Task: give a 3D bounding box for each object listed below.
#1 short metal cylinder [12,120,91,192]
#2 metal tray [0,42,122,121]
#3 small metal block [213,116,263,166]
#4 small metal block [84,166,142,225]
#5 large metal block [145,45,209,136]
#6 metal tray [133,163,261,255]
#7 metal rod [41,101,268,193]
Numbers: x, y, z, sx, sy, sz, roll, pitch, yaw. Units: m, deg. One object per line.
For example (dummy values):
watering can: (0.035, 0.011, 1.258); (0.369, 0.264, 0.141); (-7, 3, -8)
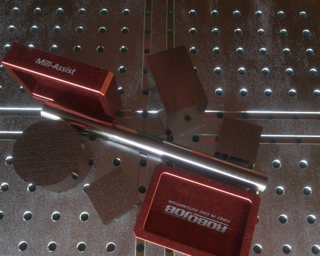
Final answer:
short metal cylinder: (-0.131, 0.036, 0.383); (0.081, 0.050, 0.080); (0, 70, 0)
metal tray: (-0.119, -0.056, 0.395); (0.131, 0.090, 0.030); (18, 71, 6)
small metal block: (0.102, 0.018, 0.405); (0.050, 0.025, 0.050); (16, 71, 5)
small metal block: (-0.057, 0.084, 0.381); (0.050, 0.025, 0.050); (-31, 73, -11)
large metal block: (0.019, -0.045, 0.400); (0.050, 0.080, 0.080); (-17, 71, -6)
metal tray: (0.044, 0.105, 0.370); (0.131, 0.030, 0.090); (17, 71, 6)
metal rod: (-0.012, 0.022, 0.403); (0.301, 0.025, 0.025); (18, 71, 6)
